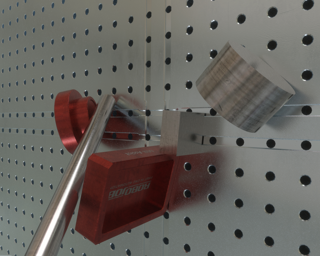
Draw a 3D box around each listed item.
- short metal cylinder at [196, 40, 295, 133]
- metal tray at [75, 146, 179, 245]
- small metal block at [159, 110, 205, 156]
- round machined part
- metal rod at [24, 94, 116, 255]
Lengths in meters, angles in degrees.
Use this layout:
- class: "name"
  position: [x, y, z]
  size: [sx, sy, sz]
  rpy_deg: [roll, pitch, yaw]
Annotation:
- class: "short metal cylinder"
  position: [0.083, -0.041, 0.304]
  size: [0.050, 0.081, 0.080]
  rpy_deg: [-52, 60, 27]
- class: "metal tray"
  position: [-0.032, 0.071, 0.364]
  size: [0.030, 0.131, 0.089]
  rpy_deg: [19, 102, 33]
- class: "small metal block"
  position: [0.027, 0.005, 0.369]
  size: [0.025, 0.050, 0.050]
  rpy_deg: [9, 96, 39]
- class: "round machined part"
  position: [-0.118, -0.011, 0.469]
  size: [0.042, 0.098, 0.097]
  rpy_deg: [-12, 81, 4]
- class: "metal rod"
  position: [-0.093, 0.045, 0.355]
  size: [0.025, 0.025, 0.300]
  rpy_deg: [-46, 20, 30]
